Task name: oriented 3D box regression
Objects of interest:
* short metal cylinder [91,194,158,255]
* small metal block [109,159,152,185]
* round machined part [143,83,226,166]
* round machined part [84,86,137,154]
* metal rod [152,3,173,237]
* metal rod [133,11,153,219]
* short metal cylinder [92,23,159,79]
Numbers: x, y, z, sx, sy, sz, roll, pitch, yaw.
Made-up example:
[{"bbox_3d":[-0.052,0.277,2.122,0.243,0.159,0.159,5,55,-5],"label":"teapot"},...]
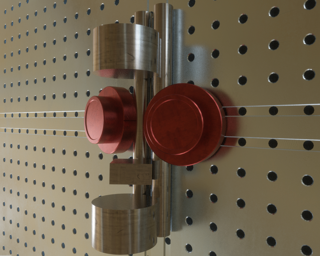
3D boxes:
[{"bbox_3d":[-0.043,0.115,0.381,0.080,0.081,0.050,1,91,40],"label":"short metal cylinder"},{"bbox_3d":[-0.035,0.054,0.392,0.050,0.050,0.025,1,91,-2],"label":"small metal block"},{"bbox_3d":[0.024,-0.004,0.361,0.098,0.042,0.097,0,90,25],"label":"round machined part"},{"bbox_3d":[-0.077,-0.011,0.446,0.098,0.042,0.097,0,90,54],"label":"round machined part"},{"bbox_3d":[0.003,-0.010,0.406,0.025,0.025,0.298,1,91,40],"label":"metal rod"},{"bbox_3d":[-0.024,-0.008,0.429,0.025,0.025,0.298,1,91,40],"label":"metal rod"},{"bbox_3d":[-0.041,-0.090,0.379,0.080,0.081,0.050,1,91,40],"label":"short metal cylinder"}]
